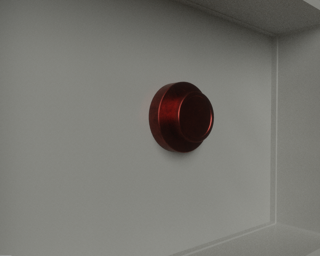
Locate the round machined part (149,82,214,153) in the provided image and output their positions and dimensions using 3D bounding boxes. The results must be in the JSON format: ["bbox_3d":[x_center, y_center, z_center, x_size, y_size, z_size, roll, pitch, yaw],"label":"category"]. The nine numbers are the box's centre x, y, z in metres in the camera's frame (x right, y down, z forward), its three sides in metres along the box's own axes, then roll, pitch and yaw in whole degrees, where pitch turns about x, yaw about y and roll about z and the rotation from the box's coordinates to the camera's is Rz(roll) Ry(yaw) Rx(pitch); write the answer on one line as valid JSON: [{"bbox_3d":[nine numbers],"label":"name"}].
[{"bbox_3d":[0.036,-0.015,0.425,0.099,0.042,0.097,0,90,-40],"label":"round machined part"}]
